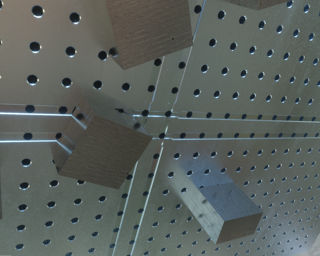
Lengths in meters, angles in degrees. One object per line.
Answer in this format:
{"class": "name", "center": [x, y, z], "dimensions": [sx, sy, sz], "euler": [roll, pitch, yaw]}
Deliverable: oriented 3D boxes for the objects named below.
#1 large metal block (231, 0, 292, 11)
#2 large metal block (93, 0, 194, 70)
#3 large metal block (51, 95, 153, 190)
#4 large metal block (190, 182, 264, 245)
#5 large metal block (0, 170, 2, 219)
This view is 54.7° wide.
{"class": "large metal block", "center": [0.128, -0.188, 0.351], "dimensions": [0.081, 0.050, 0.080], "euler": [-22, 127, -16]}
{"class": "large metal block", "center": [-0.018, -0.116, 0.315], "dimensions": [0.081, 0.050, 0.080], "euler": [-23, 127, -15]}
{"class": "large metal block", "center": [-0.070, 0.019, 0.370], "dimensions": [0.080, 0.050, 0.080], "euler": [24, 105, -37]}
{"class": "large metal block", "center": [0.111, 0.141, 0.526], "dimensions": [0.081, 0.080, 0.050], "euler": [-3, 120, -28]}
{"class": "large metal block", "center": [-0.192, 0.041, 0.296], "dimensions": [0.050, 0.080, 0.079], "euler": [-16, 125, -20]}
